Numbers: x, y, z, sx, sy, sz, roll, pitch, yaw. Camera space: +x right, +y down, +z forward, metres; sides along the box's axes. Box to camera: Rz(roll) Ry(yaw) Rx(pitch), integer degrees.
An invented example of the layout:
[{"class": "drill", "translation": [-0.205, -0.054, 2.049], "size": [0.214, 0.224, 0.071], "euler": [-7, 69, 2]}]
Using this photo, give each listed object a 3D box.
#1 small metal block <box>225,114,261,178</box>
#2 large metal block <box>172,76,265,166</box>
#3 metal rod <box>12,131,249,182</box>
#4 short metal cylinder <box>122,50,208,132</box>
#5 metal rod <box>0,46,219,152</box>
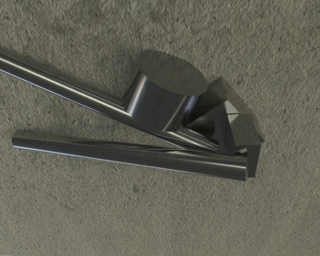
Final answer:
[{"class": "small metal block", "translation": [0.089, 0.020, 0.341], "size": [0.025, 0.050, 0.050], "euler": [-3, 130, 3]}, {"class": "large metal block", "translation": [0.069, -0.004, 0.388], "size": [0.080, 0.050, 0.080], "euler": [-33, 123, 26]}, {"class": "metal rod", "translation": [-0.052, 0.028, 0.362], "size": [0.301, 0.025, 0.025], "euler": [5, 134, 23]}, {"class": "short metal cylinder", "translation": [0.005, -0.041, 0.339], "size": [0.081, 0.080, 0.050], "euler": [16, 128, -14]}, {"class": "metal rod", "translation": [-0.076, -0.033, 0.342], "size": [0.301, 0.025, 0.025], "euler": [23, 127, -5]}]
